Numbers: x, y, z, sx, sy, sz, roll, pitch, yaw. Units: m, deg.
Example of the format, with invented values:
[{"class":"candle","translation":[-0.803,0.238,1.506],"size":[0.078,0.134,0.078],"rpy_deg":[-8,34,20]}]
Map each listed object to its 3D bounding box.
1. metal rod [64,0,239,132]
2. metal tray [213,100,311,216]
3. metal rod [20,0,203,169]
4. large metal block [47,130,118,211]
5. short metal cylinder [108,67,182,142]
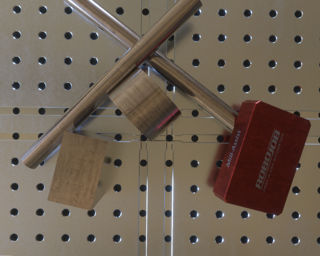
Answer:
[{"class":"metal rod","translation":[-0.009,-0.093,0.413],"size":[0.300,0.025,0.025],"rpy_deg":[38,90,0]},{"class":"metal tray","translation":[0.131,0.039,0.398],"size":[0.091,0.030,0.129],"rpy_deg":[18,90,-19]},{"class":"metal rod","translation":[-0.066,-0.056,0.394],"size":[0.300,0.025,0.025],"rpy_deg":[-43,90,7]},{"class":"large metal block","translation":[-0.092,0.048,0.385],"size":[0.050,0.080,0.080],"rpy_deg":[14,90,0]},{"class":"short metal cylinder","translation":[-0.018,-0.028,0.386],"size":[0.050,0.080,0.080],"rpy_deg":[-43,90,0]}]
